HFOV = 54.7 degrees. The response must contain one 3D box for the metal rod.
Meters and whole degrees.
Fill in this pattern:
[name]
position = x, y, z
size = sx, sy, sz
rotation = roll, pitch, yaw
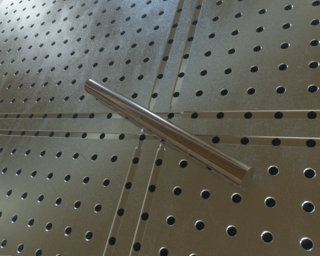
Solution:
[metal rod]
position = -0.010, -0.008, 0.417
size = 0.300, 0.025, 0.025
rotation = 31, 79, 37
